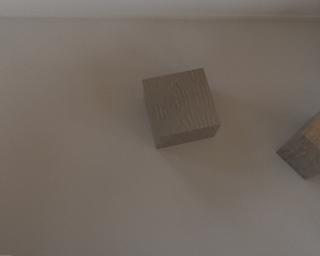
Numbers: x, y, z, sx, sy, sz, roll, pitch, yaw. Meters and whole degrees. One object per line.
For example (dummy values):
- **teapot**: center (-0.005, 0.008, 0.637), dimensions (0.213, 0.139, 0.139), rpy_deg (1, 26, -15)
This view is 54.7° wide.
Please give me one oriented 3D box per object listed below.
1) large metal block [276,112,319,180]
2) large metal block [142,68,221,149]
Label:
- **large metal block**: center (0.201, 0.012, 0.379), dimensions (0.080, 0.080, 0.050), rpy_deg (-40, 75, -13)
- **large metal block**: center (0.025, -0.025, 0.406), dimensions (0.081, 0.050, 0.080), rpy_deg (-12, 71, -5)
